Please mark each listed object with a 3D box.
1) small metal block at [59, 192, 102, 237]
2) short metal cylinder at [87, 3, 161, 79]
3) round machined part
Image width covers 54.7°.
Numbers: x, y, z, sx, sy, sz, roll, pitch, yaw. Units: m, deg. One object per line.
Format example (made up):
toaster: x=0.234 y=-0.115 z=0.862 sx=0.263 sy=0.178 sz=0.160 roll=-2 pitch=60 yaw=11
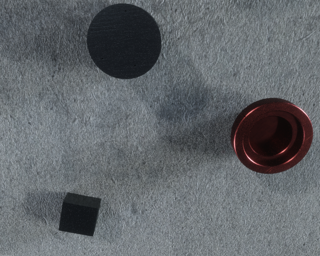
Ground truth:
small metal block: x=-0.117 y=0.127 z=0.455 sx=0.050 sy=0.025 sz=0.050 roll=12 pitch=110 yaw=-5
short metal cylinder: x=-0.039 y=-0.101 z=0.359 sx=0.081 sy=0.050 sz=0.079 roll=0 pitch=110 yaw=-1
round machined part: x=0.141 y=0.007 z=0.405 sx=0.099 sy=0.042 sz=0.097 roll=0 pitch=110 yaw=-1
